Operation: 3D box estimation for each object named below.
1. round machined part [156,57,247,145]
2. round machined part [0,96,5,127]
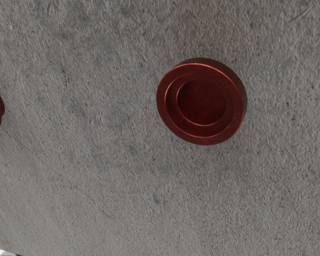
[{"bbox_3d":[0.049,-0.032,0.349,0.098,0.042,0.097,13,124,20],"label":"round machined part"},{"bbox_3d":[-0.309,-0.039,0.532,0.098,0.042,0.097,13,124,20],"label":"round machined part"}]
